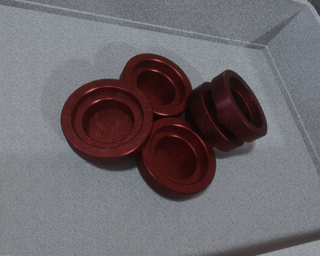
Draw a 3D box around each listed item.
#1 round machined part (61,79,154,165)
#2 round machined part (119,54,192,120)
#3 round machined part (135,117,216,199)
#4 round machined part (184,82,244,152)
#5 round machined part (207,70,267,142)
[{"bbox_3d":[-0.058,-0.004,0.351,0.099,0.042,0.098,2,63,-4],"label":"round machined part"},{"bbox_3d":[-0.009,-0.049,0.417,0.099,0.042,0.098,14,56,-21],"label":"round machined part"},{"bbox_3d":[0.015,0.039,0.376,0.099,0.042,0.098,14,56,-21],"label":"round machined part"},{"bbox_3d":[0.071,-0.011,0.424,0.098,0.042,0.098,33,40,-33],"label":"round machined part"},{"bbox_3d":[0.096,-0.025,0.410,0.098,0.042,0.098,33,41,-34],"label":"round machined part"}]
